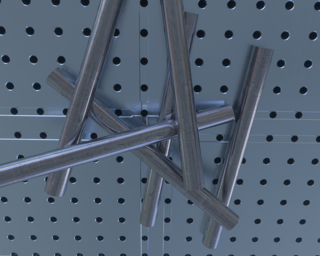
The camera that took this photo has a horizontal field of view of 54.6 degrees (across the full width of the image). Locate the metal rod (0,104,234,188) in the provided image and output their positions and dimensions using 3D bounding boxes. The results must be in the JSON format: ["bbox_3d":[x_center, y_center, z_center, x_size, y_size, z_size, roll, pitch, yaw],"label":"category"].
[{"bbox_3d":[-0.050,0.018,0.367,0.302,0.025,0.025,-15,111,-15],"label":"metal rod"}]

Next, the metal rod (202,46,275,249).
[{"bbox_3d":[0.102,0.040,0.428,0.025,0.025,0.298,9,110,-3],"label":"metal rod"}]

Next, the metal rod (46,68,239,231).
[{"bbox_3d":[-0.019,0.030,0.400,0.300,0.025,0.025,40,105,-4],"label":"metal rod"}]

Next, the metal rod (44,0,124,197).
[{"bbox_3d":[-0.082,-0.061,0.362,0.025,0.025,0.298,18,98,-7],"label":"metal rod"}]

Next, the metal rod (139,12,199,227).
[{"bbox_3d":[0.007,0.002,0.414,0.025,0.025,0.298,9,110,-4],"label":"metal rod"}]

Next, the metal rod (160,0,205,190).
[{"bbox_3d":[0.022,-0.076,0.353,0.025,0.025,0.298,-7,98,3],"label":"metal rod"}]
